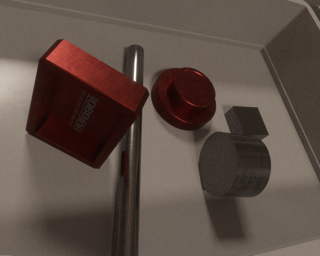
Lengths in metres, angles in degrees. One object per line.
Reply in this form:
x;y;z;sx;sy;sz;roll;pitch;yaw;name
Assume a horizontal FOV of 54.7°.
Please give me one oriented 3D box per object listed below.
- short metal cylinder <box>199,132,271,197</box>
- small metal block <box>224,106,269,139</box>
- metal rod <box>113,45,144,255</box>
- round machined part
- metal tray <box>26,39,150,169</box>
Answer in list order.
0.092;0.047;0.394;0.050;0.080;0.080;8;58;-25;short metal cylinder
0.135;-0.006;0.484;0.050;0.025;0.050;0;62;-28;small metal block
-0.035;0.014;0.379;0.025;0.025;0.299;13;56;-21;metal rod
0.040;-0.048;0.448;0.099;0.042;0.098;14;56;-21;round machined part
-0.078;-0.014;0.306;0.090;0.129;0.030;30;52;-10;metal tray
